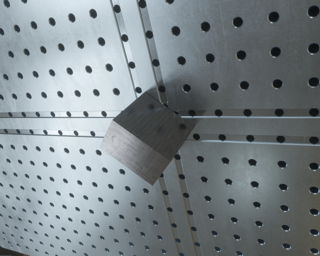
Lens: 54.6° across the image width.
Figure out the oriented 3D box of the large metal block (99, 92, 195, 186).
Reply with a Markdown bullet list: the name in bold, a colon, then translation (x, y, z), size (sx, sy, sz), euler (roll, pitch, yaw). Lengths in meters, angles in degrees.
- **large metal block**: translation (-0.014, 0.011, 0.390), size (0.080, 0.080, 0.050), euler (35, 129, 4)
